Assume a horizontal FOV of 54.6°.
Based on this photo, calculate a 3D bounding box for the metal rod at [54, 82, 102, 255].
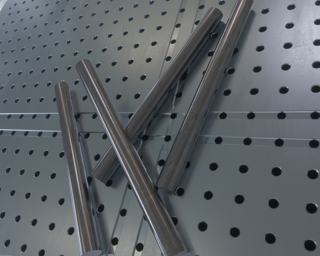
[{"bbox_3d":[-0.126,0.038,0.452,0.025,0.025,0.300,-30,52,9],"label":"metal rod"}]

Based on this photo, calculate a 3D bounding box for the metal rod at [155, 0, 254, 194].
[{"bbox_3d":[0.066,-0.057,0.409,0.025,0.025,0.300,12,68,33],"label":"metal rod"}]

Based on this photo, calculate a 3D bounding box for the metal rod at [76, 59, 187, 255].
[{"bbox_3d":[-0.049,0.019,0.393,0.025,0.025,0.299,-34,61,6],"label":"metal rod"}]

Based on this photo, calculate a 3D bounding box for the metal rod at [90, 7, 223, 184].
[{"bbox_3d":[0.002,-0.053,0.440,0.025,0.025,0.300,26,75,37],"label":"metal rod"}]
